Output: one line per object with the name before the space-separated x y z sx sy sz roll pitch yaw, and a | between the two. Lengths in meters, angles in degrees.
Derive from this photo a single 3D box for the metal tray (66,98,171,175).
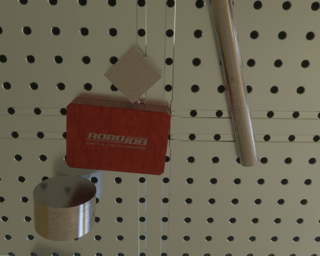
metal tray | -0.055 0.012 0.414 0.131 0.030 0.089 6 110 -3

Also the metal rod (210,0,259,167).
metal rod | 0.088 -0.087 0.382 0.025 0.025 0.298 -14 110 5

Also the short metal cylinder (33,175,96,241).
short metal cylinder | -0.129 0.106 0.422 0.081 0.080 0.050 6 110 -3

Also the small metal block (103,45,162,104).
small metal block | -0.033 -0.068 0.388 0.050 0.025 0.050 -41 106 13
